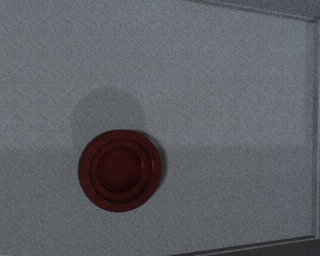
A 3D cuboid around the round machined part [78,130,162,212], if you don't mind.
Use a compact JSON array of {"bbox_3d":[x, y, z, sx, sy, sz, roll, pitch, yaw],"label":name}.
[{"bbox_3d":[-0.051,0.050,0.383,0.099,0.042,0.097,0,90,-21],"label":"round machined part"}]
